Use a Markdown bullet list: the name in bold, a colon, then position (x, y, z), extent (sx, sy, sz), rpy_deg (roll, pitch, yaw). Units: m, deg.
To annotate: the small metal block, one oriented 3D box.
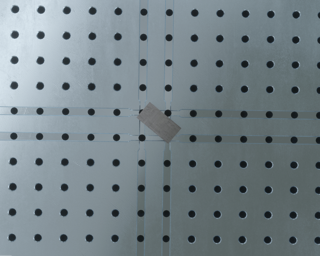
- **small metal block**: position (-0.001, -0.006, 0.401), extent (0.050, 0.050, 0.025), rpy_deg (40, 90, -1)
